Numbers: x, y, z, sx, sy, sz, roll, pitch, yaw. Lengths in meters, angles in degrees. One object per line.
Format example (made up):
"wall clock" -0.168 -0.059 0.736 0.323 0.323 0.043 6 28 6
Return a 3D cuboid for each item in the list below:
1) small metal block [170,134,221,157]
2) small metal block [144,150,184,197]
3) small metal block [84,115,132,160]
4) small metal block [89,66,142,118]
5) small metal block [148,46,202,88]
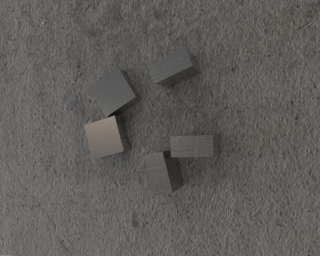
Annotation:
"small metal block" 0.045 0.021 0.380 0.050 0.050 0.025 -2 90 20
"small metal block" 0.006 0.055 0.393 0.025 0.050 0.050 -15 85 19
"small metal block" -0.073 0.014 0.435 0.050 0.025 0.050 -16 85 19
"small metal block" -0.062 -0.048 0.428 0.050 0.025 0.050 -33 79 11
"small metal block" 0.020 -0.074 0.389 0.050 0.050 0.025 -23 83 18
